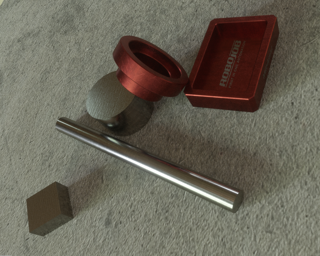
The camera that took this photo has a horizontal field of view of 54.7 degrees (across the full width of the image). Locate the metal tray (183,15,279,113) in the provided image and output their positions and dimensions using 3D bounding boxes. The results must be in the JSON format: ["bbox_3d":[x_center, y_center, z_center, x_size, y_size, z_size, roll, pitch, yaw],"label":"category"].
[{"bbox_3d":[0.094,-0.086,0.404,0.090,0.030,0.130,8,66,31],"label":"metal tray"}]

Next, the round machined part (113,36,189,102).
[{"bbox_3d":[-0.016,-0.071,0.393,0.042,0.099,0.098,-54,45,28],"label":"round machined part"}]

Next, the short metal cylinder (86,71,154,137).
[{"bbox_3d":[-0.056,-0.035,0.438,0.080,0.050,0.080,-13,56,21],"label":"short metal cylinder"}]

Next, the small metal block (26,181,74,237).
[{"bbox_3d":[-0.148,0.108,0.415,0.050,0.025,0.050,-32,52,7],"label":"small metal block"}]

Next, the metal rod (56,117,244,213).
[{"bbox_3d":[-0.037,0.035,0.401,0.300,0.025,0.025,19,72,35],"label":"metal rod"}]
